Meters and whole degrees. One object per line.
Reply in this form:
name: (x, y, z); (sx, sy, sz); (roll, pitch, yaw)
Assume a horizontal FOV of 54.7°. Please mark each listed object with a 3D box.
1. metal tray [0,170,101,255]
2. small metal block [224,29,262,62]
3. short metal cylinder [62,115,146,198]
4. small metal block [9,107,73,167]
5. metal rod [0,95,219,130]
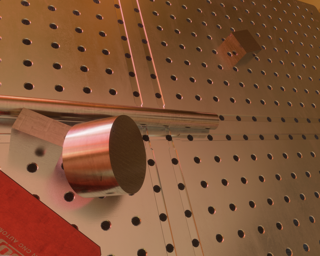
metal tray: (-0.130, 0.108, 0.269); (0.130, 0.030, 0.090); (39, 51, -2)
small metal block: (0.159, -0.159, 0.594); (0.050, 0.025, 0.050); (-21, 73, -36)
short metal cylinder: (-0.054, 0.030, 0.320); (0.080, 0.050, 0.080); (-10, 90, -70)
small metal block: (-0.123, 0.011, 0.320); (0.050, 0.050, 0.025); (24, 53, -14)
metal rod: (-0.054, -0.017, 0.390); (0.303, 0.025, 0.025); (3, 61, -27)
